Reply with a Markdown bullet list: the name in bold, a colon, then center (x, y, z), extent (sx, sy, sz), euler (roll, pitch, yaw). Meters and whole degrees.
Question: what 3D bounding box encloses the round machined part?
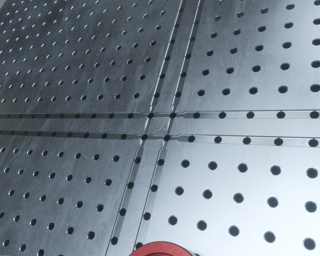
- **round machined part**: center (0.006, 0.162, 0.295), extent (0.098, 0.042, 0.098), euler (-13, 56, 21)
